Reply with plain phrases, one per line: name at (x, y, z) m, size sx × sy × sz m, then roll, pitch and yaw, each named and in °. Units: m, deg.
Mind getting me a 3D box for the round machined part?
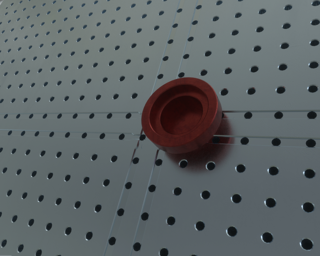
round machined part at (0.030, -0.012, 0.388) m, size 0.098 × 0.042 × 0.098 m, roll -13°, pitch 56°, yaw 20°
